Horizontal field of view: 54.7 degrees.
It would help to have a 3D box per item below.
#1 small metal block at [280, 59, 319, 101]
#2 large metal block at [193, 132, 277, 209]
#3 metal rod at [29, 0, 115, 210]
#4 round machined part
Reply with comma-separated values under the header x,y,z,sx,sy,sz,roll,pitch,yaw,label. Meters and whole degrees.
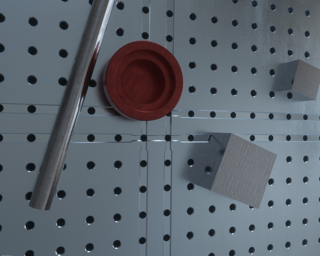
x,y,z,sx,sy,sz,roll,pitch,yaw,label
0.227,-0.075,0.496,0.050,0.025,0.050,18,84,-19,small metal block
0.106,0.059,0.438,0.080,0.050,0.080,24,82,-19,large metal block
-0.100,-0.051,0.375,0.025,0.025,0.299,18,84,-19,metal rod
-0.024,-0.058,0.395,0.099,0.042,0.097,0,90,-20,round machined part
